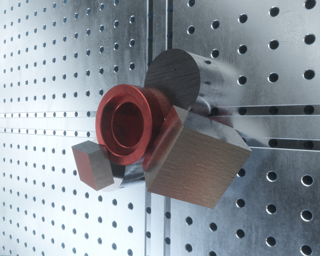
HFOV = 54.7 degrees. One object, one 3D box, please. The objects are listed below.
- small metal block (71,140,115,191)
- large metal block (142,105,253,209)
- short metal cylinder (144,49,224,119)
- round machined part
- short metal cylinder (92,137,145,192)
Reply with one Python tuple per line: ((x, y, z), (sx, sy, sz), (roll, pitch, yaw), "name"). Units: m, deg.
((-0.087, 0.047, 0.400), (0.050, 0.025, 0.050), (13, 118, 51), "small metal block")
((0.036, 0.032, 0.335), (0.080, 0.081, 0.050), (-62, 21, 21), "large metal block")
((0.028, -0.050, 0.370), (0.080, 0.050, 0.079), (0, 90, 40), "short metal cylinder")
((-0.033, -0.004, 0.387), (0.098, 0.042, 0.097), (0, 90, 40), "round machined part")
((-0.059, 0.047, 0.441), (0.080, 0.050, 0.079), (0, 90, 40), "short metal cylinder")
